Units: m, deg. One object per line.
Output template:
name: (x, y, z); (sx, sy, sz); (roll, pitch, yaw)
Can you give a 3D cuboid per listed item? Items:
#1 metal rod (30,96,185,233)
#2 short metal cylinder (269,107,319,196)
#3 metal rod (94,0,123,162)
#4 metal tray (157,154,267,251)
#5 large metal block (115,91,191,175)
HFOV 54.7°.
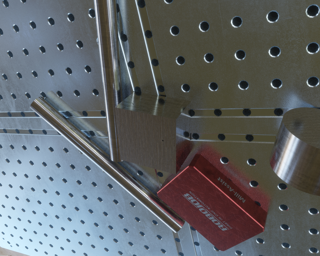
metal rod: (-0.082, 0.058, 0.489); (0.300, 0.025, 0.025); (41, 129, 0)
short metal cylinder: (0.156, 0.021, 0.306); (0.080, 0.080, 0.050); (17, 125, 18)
metal rod: (-0.063, -0.083, 0.393); (0.025, 0.025, 0.298); (13, 124, 21)
metal tray: (0.071, 0.108, 0.437); (0.130, 0.030, 0.090); (41, 129, -1)
large metal block: (-0.007, 0.005, 0.402); (0.080, 0.050, 0.079); (12, 124, 21)
